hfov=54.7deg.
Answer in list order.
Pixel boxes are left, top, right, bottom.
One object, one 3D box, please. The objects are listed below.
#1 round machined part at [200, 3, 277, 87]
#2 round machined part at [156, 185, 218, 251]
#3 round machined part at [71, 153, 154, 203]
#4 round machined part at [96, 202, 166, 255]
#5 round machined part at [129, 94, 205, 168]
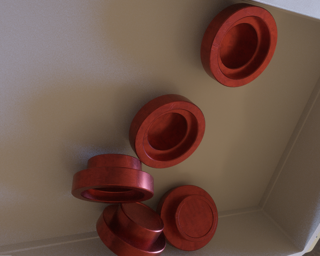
[{"bbox_3d":[0.092,-0.104,0.384,0.099,0.042,0.097,-14,124,-21],"label":"round machined part"},{"bbox_3d":[0.046,0.136,0.473,0.099,0.042,0.098,5,75,-20],"label":"round machined part"},{"bbox_3d":[-0.057,0.063,0.384,0.099,0.042,0.098,-1,155,0],"label":"round machined part"},{"bbox_3d":[-0.034,0.135,0.427,0.099,0.098,0.042,23,102,-37],"label":"round machined part"},{"bbox_3d":[0.006,0.001,0.401,0.099,0.042,0.097,-14,124,-21],"label":"round machined part"}]
